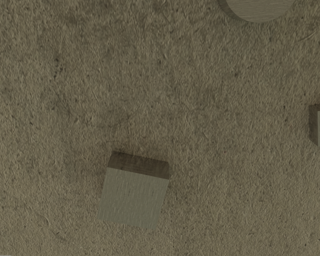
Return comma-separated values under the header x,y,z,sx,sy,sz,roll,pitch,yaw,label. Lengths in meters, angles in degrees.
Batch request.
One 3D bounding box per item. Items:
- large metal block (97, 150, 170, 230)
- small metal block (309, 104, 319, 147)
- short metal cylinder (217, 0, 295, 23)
x,y,z,sx,sy,sz,roll,pitch,yaw,label
-0.036,0.085,0.427,0.080,0.050,0.079,13,110,-5,large metal block
0.228,-0.007,0.410,0.050,0.025,0.050,-10,110,3,small metal block
0.105,-0.158,0.339,0.081,0.050,0.079,0,110,0,short metal cylinder
